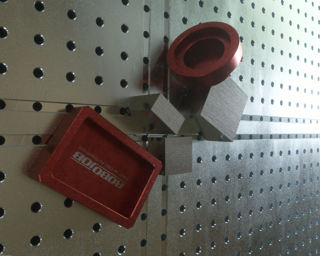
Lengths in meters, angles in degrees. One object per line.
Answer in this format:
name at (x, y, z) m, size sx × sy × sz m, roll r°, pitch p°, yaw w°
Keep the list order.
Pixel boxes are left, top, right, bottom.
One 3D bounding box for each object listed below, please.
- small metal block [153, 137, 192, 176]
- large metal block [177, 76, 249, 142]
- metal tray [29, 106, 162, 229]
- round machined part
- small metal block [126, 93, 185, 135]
small metal block at (0.018, 0.037, 0.427) m, size 0.050 × 0.025 × 0.050 m, roll 0°, pitch 90°, yaw -40°
large metal block at (0.079, -0.033, 0.461) m, size 0.080 × 0.050 × 0.080 m, roll 36°, pitch 68°, yaw -35°
metal tray at (-0.065, 0.047, 0.352) m, size 0.130 × 0.030 × 0.090 m, roll 41°, pitch 65°, yaw -33°
round machined part at (0.062, -0.094, 0.420) m, size 0.098 × 0.098 × 0.042 m, roll -63°, pitch 145°, yaw -21°
small metal block at (-0.006, -0.017, 0.390) m, size 0.050 × 0.050 × 0.025 m, roll 44°, pitch 64°, yaw -32°
